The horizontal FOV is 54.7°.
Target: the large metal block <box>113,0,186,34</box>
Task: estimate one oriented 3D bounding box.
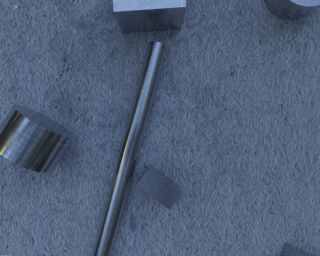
[{"bbox_3d":[-0.013,-0.156,0.382,0.080,0.080,0.050,-4,90,0],"label":"large metal block"}]

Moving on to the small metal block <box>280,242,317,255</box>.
[{"bbox_3d":[0.185,0.190,0.412,0.050,0.025,0.050,23,90,0],"label":"small metal block"}]

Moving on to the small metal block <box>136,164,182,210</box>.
[{"bbox_3d":[-0.001,0.074,0.398,0.050,0.050,0.025,36,90,0],"label":"small metal block"}]

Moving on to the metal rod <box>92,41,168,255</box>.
[{"bbox_3d":[-0.041,0.034,0.409,0.025,0.025,0.298,15,90,0],"label":"metal rod"}]

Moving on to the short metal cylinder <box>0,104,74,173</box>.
[{"bbox_3d":[-0.155,0.013,0.381,0.080,0.080,0.050,31,90,0],"label":"short metal cylinder"}]

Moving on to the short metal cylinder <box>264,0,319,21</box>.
[{"bbox_3d":[0.180,-0.187,0.399,0.081,0.050,0.080,0,90,0],"label":"short metal cylinder"}]
